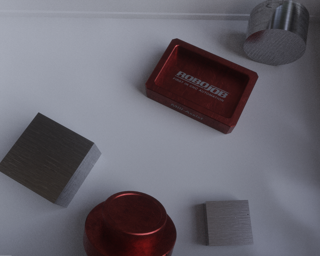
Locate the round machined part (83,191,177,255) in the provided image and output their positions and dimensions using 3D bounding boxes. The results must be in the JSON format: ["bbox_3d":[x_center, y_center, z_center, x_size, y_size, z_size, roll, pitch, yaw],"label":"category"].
[{"bbox_3d":[-0.030,0.105,0.332,0.098,0.098,0.042,15,114,5],"label":"round machined part"}]

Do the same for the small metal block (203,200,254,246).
[{"bbox_3d":[0.080,0.113,0.369,0.050,0.025,0.050,-2,70,-1],"label":"small metal block"}]

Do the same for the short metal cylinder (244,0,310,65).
[{"bbox_3d":[0.161,-0.131,0.430,0.080,0.080,0.050,14,71,5],"label":"short metal cylinder"}]

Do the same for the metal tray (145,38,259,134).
[{"bbox_3d":[0.057,-0.059,0.429,0.130,0.030,0.090,26,72,8],"label":"metal tray"}]

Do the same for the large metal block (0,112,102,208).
[{"bbox_3d":[-0.132,0.040,0.380,0.080,0.050,0.080,28,72,9],"label":"large metal block"}]
